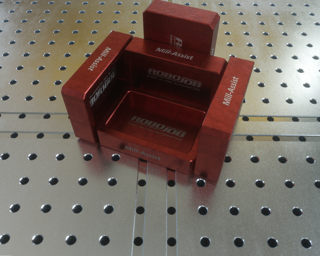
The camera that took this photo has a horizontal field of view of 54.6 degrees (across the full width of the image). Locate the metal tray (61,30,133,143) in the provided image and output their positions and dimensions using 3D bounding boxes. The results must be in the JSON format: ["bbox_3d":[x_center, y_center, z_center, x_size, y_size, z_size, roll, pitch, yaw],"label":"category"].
[{"bbox_3d":[-0.073,-0.056,0.412,0.030,0.090,0.130,17,52,14],"label":"metal tray"}]

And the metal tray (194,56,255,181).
[{"bbox_3d":[0.078,-0.013,0.376,0.030,0.090,0.130,17,52,14],"label":"metal tray"}]

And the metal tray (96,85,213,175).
[{"bbox_3d":[-0.005,-0.002,0.405,0.130,0.030,0.090,17,52,14],"label":"metal tray"}]

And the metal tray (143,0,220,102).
[{"bbox_3d":[0.026,-0.100,0.423,0.090,0.129,0.030,18,53,14],"label":"metal tray"}]

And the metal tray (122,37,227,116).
[{"bbox_3d":[0.018,-0.064,0.419,0.130,0.090,0.030,17,53,13],"label":"metal tray"}]
